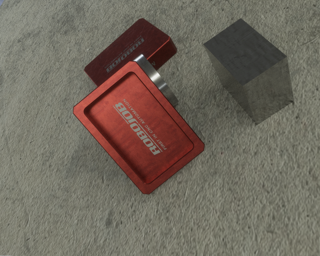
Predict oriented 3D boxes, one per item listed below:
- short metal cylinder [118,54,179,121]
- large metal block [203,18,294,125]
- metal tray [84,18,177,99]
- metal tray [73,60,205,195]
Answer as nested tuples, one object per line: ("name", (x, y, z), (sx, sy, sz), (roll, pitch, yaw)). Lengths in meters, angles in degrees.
("short metal cylinder", (-0.020, -0.050, 0.410), (0.050, 0.080, 0.080), (-38, 51, 3))
("large metal block", (0.102, -0.063, 0.354), (0.050, 0.080, 0.080), (-34, 51, 6))
("metal tray", (-0.049, -0.108, 0.493), (0.130, 0.030, 0.090), (-42, 51, -1))
("metal tray", (-0.023, 0.000, 0.359), (0.090, 0.030, 0.130), (-40, 95, 2))
